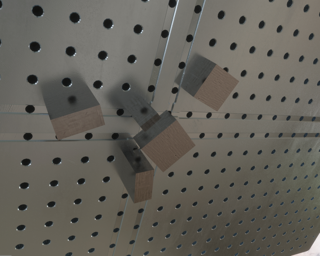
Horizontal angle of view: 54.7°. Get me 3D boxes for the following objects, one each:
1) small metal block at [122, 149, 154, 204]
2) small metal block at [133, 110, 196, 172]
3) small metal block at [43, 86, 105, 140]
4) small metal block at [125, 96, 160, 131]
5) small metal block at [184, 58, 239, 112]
[{"bbox_3d":[-0.031,0.064,0.419,0.025,0.050,0.050,-9,122,-24],"label":"small metal block"},{"bbox_3d":[0.006,0.016,0.361,0.050,0.025,0.050,-40,130,-1],"label":"small metal block"},{"bbox_3d":[-0.093,-0.018,0.334,0.050,0.050,0.025,-20,126,-17],"label":"small metal block"},{"bbox_3d":[-0.012,-0.006,0.387,0.025,0.050,0.050,-39,130,-2],"label":"small metal block"},{"bbox_3d":[0.070,-0.057,0.416,0.050,0.025,0.050,26,104,-38],"label":"small metal block"}]
